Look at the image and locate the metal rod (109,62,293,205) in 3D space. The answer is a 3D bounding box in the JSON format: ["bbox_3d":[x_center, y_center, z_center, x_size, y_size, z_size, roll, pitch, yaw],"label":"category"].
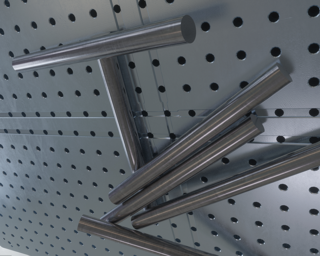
[{"bbox_3d":[0.029,0.025,0.392,0.025,0.025,0.299,47,123,-5],"label":"metal rod"}]

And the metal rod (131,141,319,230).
[{"bbox_3d":[0.074,0.084,0.407,0.299,0.025,0.025,-30,102,32],"label":"metal rod"}]

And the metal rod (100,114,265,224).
[{"bbox_3d":[0.011,0.074,0.428,0.025,0.025,0.299,48,122,-5],"label":"metal rod"}]

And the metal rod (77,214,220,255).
[{"bbox_3d":[0.023,0.187,0.471,0.301,0.025,0.025,16,126,2],"label":"metal rod"}]

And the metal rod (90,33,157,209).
[{"bbox_3d":[-0.042,0.017,0.444,0.025,0.025,0.298,1,119,28],"label":"metal rod"}]

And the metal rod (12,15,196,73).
[{"bbox_3d":[-0.092,-0.092,0.372,0.300,0.025,0.025,2,120,38],"label":"metal rod"}]
